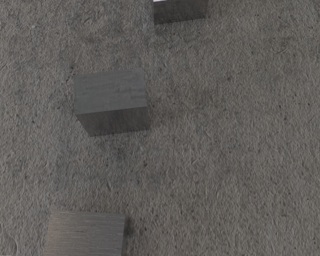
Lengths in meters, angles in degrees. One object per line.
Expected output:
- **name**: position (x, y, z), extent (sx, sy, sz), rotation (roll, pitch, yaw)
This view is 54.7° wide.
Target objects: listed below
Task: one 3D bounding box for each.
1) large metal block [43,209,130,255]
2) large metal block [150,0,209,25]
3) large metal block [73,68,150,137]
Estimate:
- **large metal block**: position (-0.080, 0.136, 0.344), extent (0.080, 0.050, 0.080), rotation (4, 70, 1)
- **large metal block**: position (0.024, -0.211, 0.472), extent (0.081, 0.050, 0.080), rotation (-9, 70, -3)
- **large metal block**: position (-0.057, -0.029, 0.389), extent (0.081, 0.080, 0.050), rotation (-7, 70, -3)
